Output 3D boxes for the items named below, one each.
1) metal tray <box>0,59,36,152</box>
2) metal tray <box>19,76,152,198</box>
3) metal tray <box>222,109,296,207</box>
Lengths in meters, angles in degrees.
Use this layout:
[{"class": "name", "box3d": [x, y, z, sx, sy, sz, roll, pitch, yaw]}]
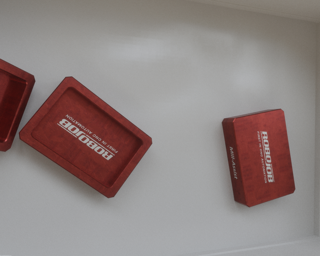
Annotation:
[{"class": "metal tray", "box3d": [-0.188, -0.032, 0.292, 0.030, 0.130, 0.090, 15, 84, 22]}, {"class": "metal tray", "box3d": [-0.086, 0.012, 0.375, 0.130, 0.030, 0.090, 39, 78, -16]}, {"class": "metal tray", "box3d": [0.148, 0.042, 0.462, 0.091, 0.030, 0.129, -11, 94, -20]}]
